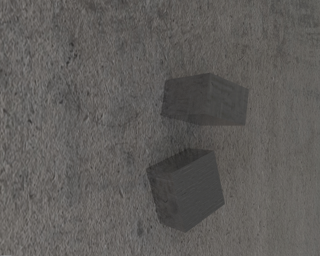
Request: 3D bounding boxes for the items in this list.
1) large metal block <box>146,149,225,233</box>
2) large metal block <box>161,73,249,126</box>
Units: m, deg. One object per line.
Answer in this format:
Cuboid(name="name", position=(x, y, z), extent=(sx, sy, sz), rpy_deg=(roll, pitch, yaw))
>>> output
Cuboid(name="large metal block", position=(0.036, 0.080, 0.419), extent=(0.081, 0.050, 0.080), rpy_deg=(-22, 104, -38))
Cuboid(name="large metal block", position=(0.061, -0.035, 0.419), extent=(0.081, 0.080, 0.050), rpy_deg=(13, 82, -39))
